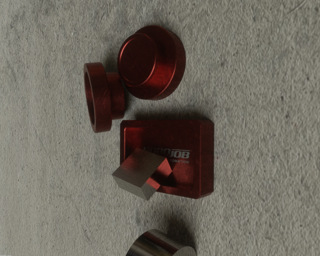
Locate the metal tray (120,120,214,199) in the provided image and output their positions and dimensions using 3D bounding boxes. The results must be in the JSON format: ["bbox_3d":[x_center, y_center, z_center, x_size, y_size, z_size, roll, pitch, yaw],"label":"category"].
[{"bbox_3d":[0.004,0.035,0.396,0.130,0.030,0.089,1,91,39],"label":"metal tray"}]

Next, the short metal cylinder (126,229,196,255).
[{"bbox_3d":[0.000,0.169,0.368,0.050,0.081,0.079,14,99,39],"label":"short metal cylinder"}]

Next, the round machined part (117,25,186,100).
[{"bbox_3d":[-0.018,-0.086,0.407,0.098,0.042,0.097,0,90,39],"label":"round machined part"}]

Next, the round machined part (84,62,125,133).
[{"bbox_3d":[-0.078,-0.044,0.437,0.098,0.042,0.097,172,90,-72],"label":"round machined part"}]

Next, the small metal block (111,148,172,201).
[{"bbox_3d":[-0.022,0.056,0.385,0.050,0.050,0.025,15,140,39],"label":"small metal block"}]
